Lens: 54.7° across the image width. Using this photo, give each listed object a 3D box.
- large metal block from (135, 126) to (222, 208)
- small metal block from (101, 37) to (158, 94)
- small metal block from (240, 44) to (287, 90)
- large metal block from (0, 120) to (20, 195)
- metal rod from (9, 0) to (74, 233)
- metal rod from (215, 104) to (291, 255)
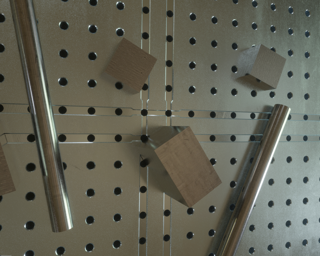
[{"bbox_3d":[0.020,0.044,0.391,0.050,0.080,0.080,-34,101,-17],"label":"large metal block"},{"bbox_3d":[-0.039,-0.078,0.398,0.050,0.025,0.050,30,80,-18],"label":"small metal block"},{"bbox_3d":[0.157,-0.091,0.470,0.050,0.025,0.050,24,82,-19],"label":"small metal block"},{"bbox_3d":[-0.203,0.037,0.324,0.081,0.050,0.080,-17,96,-19],"label":"large metal block"},{"bbox_3d":[-0.139,-0.028,0.361,0.025,0.025,0.298,-10,94,-20],"label":"metal rod"},{"bbox_3d":[0.131,0.103,0.460,0.025,0.025,0.299,27,81,-18],"label":"metal rod"}]
